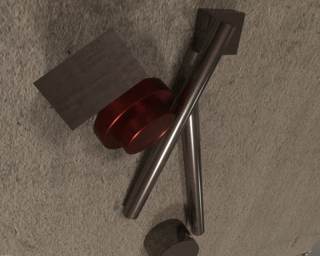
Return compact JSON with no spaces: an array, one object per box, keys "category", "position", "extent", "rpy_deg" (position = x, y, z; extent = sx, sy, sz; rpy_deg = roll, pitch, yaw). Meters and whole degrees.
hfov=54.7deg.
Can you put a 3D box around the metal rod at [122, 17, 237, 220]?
[{"category":"metal rod","position":[0.013,0.007,0.397],"extent":[0.025,0.025,0.298],"rpy_deg":[7,122,-32]}]

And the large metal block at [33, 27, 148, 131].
[{"category":"large metal block","position":[-0.064,-0.047,0.299],"extent":[0.080,0.080,0.050],"rpy_deg":[-37,104,-4]}]

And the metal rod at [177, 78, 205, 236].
[{"category":"metal rod","position":[0.051,0.063,0.476],"extent":[0.025,0.025,0.298],"rpy_deg":[-20,127,-17]}]

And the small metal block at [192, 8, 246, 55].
[{"category":"small metal block","position":[0.070,-0.116,0.375],"extent":[0.050,0.025,0.050],"rpy_deg":[-8,122,-25]}]

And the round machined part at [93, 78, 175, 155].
[{"category":"round machined part","position":[-0.022,-0.007,0.352],"extent":[0.098,0.042,0.098],"rpy_deg":[-36,162,-13]}]

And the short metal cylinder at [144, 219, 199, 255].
[{"category":"short metal cylinder","position":[0.019,0.204,0.529],"extent":[0.081,0.050,0.079],"rpy_deg":[-14,125,-21]}]
